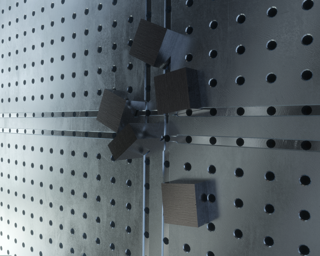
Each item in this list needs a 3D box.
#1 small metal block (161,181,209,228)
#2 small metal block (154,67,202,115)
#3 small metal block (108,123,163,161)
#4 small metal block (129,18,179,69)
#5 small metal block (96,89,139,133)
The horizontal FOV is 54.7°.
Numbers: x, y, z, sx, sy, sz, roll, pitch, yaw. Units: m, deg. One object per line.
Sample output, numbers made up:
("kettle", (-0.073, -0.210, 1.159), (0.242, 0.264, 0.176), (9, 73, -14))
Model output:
("small metal block", (0.031, 0.092, 0.383), (0.050, 0.025, 0.050), (-7, 86, 39))
("small metal block", (0.022, -0.044, 0.390), (0.050, 0.025, 0.050), (-10, 84, 39))
("small metal block", (-0.033, 0.018, 0.418), (0.050, 0.050, 0.025), (-44, 64, 31))
("small metal block", (-0.009, -0.113, 0.415), (0.050, 0.025, 0.050), (34, 111, 34))
("small metal block", (-0.064, -0.026, 0.460), (0.050, 0.025, 0.050), (29, 108, 36))
